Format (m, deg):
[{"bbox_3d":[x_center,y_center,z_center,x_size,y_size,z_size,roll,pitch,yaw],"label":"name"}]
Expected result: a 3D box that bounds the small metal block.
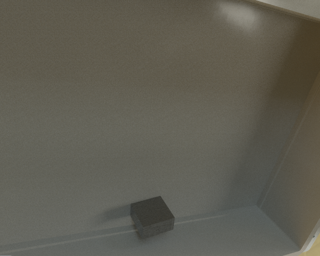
[{"bbox_3d":[-0.012,0.135,0.471,0.050,0.050,0.025,-10,123,-24],"label":"small metal block"}]
